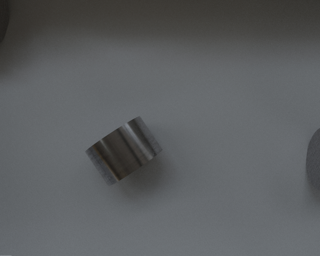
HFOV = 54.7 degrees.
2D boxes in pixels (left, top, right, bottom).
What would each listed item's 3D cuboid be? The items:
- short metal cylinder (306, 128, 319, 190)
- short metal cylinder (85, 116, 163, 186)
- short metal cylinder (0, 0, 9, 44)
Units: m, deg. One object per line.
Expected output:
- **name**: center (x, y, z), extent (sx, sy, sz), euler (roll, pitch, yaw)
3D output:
- **short metal cylinder**: center (0.226, 0.040, 0.385), extent (0.050, 0.080, 0.080), euler (7, 90, 0)
- **short metal cylinder**: center (-0.044, 0.028, 0.383), extent (0.080, 0.080, 0.050), euler (-34, 90, 0)
- **short metal cylinder**: center (-0.233, -0.141, 0.382), extent (0.050, 0.080, 0.080), euler (16, 90, 0)
